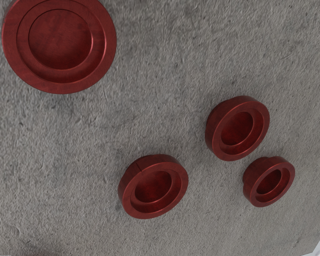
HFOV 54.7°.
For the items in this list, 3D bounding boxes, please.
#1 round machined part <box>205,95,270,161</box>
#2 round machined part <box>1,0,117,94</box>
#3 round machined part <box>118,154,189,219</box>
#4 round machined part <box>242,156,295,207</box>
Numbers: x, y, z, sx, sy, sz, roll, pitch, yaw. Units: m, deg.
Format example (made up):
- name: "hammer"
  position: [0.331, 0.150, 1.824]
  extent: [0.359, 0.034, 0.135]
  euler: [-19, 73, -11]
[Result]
- name: "round machined part"
  position: [0.107, -0.003, 0.452]
  extent: [0.099, 0.042, 0.097]
  euler: [-14, 124, -21]
- name: "round machined part"
  position: [-0.094, -0.085, 0.292]
  extent: [0.099, 0.042, 0.097]
  euler: [-14, 124, -21]
- name: "round machined part"
  position: [-0.013, 0.077, 0.436]
  extent: [0.099, 0.042, 0.097]
  euler: [-14, 124, -21]
- name: "round machined part"
  position: [0.188, 0.090, 0.554]
  extent: [0.099, 0.042, 0.097]
  euler: [-14, 124, -21]
